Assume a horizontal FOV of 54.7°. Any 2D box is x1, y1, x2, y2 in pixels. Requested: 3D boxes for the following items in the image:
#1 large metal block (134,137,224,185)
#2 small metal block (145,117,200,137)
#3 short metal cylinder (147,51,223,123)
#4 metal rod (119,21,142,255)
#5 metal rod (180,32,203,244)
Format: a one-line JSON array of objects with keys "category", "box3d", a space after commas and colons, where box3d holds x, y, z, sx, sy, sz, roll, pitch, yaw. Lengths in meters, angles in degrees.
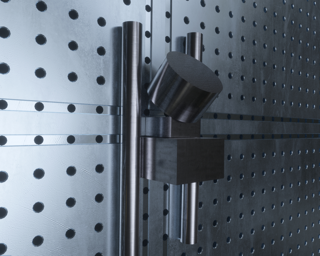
[{"category": "large metal block", "box3d": [0.023, 0.037, 0.390, 0.081, 0.080, 0.050, 1, 90, -40]}, {"category": "small metal block", "box3d": [0.016, -0.001, 0.406, 0.050, 0.050, 0.025, 2, 89, -41]}, {"category": "short metal cylinder", "box3d": [0.031, -0.052, 0.391, 0.080, 0.050, 0.080, 23, 35, -17]}, {"category": "metal rod", "box3d": [-0.036, 0.022, 0.379, 0.025, 0.025, 0.298, 1, 90, -40]}, {"category": "metal rod", "box3d": [0.046, 0.014, 0.447, 0.025, 0.025, 0.298, 3, 89, -40]}]
